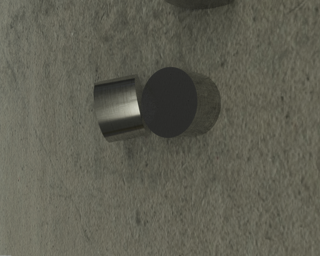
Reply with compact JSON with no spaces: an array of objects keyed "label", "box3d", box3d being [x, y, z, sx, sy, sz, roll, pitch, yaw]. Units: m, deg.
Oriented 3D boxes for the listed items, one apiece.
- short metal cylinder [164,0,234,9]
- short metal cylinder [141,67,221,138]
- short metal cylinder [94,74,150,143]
[{"label":"short metal cylinder","box3d":[0.043,-0.167,0.332,0.080,0.081,0.050,3,92,39]},{"label":"short metal cylinder","box3d":[0.024,-0.029,0.367,0.080,0.050,0.079,0,90,39]},{"label":"short metal cylinder","box3d":[-0.046,-0.025,0.396,0.050,0.080,0.080,-11,82,5]}]
